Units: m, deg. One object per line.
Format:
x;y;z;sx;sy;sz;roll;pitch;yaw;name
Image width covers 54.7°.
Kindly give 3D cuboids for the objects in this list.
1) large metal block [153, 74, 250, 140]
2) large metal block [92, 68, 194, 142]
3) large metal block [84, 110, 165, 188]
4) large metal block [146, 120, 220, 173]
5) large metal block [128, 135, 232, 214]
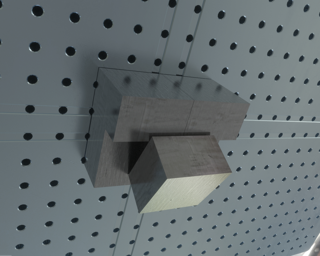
0.048;-0.026;0.386;0.081;0.080;0.050;1;118;-29;large metal block
-0.022;-0.027;0.347;0.081;0.080;0.050;1;118;-29;large metal block
-0.043;0.024;0.385;0.081;0.050;0.079;1;118;-29;large metal block
0.028;0.025;0.425;0.081;0.050;0.079;1;118;-29;large metal block
0.020;0.053;0.353;0.081;0.050;0.079;0;142;-29;large metal block
